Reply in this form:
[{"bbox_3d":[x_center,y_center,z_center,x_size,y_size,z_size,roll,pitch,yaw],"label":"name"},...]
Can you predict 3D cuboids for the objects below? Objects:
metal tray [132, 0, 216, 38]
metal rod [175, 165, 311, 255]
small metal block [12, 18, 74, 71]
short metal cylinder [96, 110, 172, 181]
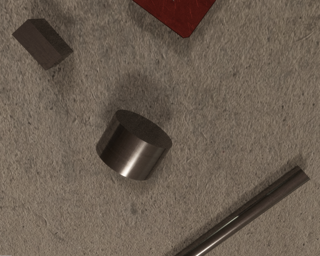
[{"bbox_3d":[0.032,-0.179,0.342,0.090,0.030,0.129,34,106,-12],"label":"metal tray"},{"bbox_3d":[0.093,0.158,0.469,0.300,0.025,0.025,-41,105,13],"label":"metal rod"},{"bbox_3d":[-0.133,-0.098,0.359,0.025,0.050,0.050,-37,106,12],"label":"small metal block"},{"bbox_3d":[-0.032,0.020,0.388,0.080,0.080,0.050,29,107,-11],"label":"short metal cylinder"}]
